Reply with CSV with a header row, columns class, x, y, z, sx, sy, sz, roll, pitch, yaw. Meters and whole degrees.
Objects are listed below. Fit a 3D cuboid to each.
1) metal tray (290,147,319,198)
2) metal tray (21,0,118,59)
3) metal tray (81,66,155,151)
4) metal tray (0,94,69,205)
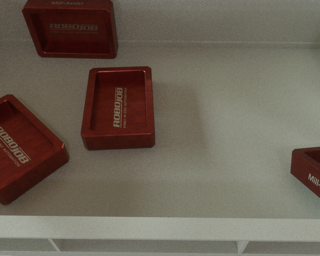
class,x,y,z,sx,sy,sz,roll,pitch,yaw
metal tray,0.207,0.054,0.313,0.091,0.030,0.130,-5,18,-5
metal tray,-0.137,-0.156,0.493,0.131,0.090,0.030,1,50,1
metal tray,-0.055,-0.032,0.427,0.091,0.030,0.130,-2,50,-2
metal tray,-0.188,0.020,0.383,0.130,0.030,0.090,37,59,26
